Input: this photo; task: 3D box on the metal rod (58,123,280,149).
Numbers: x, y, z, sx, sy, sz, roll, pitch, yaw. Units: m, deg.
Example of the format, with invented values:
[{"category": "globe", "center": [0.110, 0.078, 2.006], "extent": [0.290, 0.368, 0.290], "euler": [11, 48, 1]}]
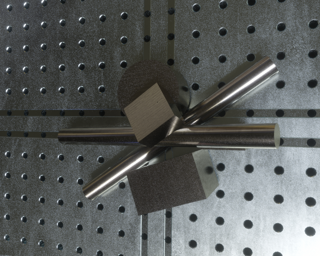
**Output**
[{"category": "metal rod", "center": [-0.014, 0.010, 0.376], "extent": [0.300, 0.025, 0.025], "euler": [-1, 90, 33]}]

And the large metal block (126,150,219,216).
[{"category": "large metal block", "center": [0.018, 0.061, 0.372], "extent": [0.080, 0.080, 0.050], "euler": [-19, 84, 19]}]

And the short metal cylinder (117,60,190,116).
[{"category": "short metal cylinder", "center": [-0.007, -0.043, 0.398], "extent": [0.080, 0.050, 0.079], "euler": [0, 89, 20]}]

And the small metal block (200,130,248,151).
[{"category": "small metal block", "center": [0.078, 0.012, 0.368], "extent": [0.050, 0.050, 0.025], "euler": [0, 90, 21]}]

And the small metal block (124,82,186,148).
[{"category": "small metal block", "center": [-0.007, -0.014, 0.349], "extent": [0.050, 0.025, 0.050], "euler": [-37, 56, 16]}]

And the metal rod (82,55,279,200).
[{"category": "metal rod", "center": [0.015, 0.009, 0.404], "extent": [0.300, 0.025, 0.025], "euler": [-36, 79, 16]}]
